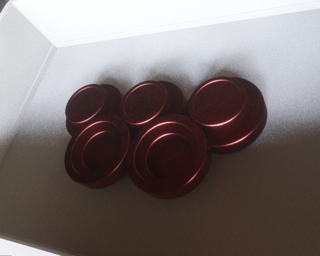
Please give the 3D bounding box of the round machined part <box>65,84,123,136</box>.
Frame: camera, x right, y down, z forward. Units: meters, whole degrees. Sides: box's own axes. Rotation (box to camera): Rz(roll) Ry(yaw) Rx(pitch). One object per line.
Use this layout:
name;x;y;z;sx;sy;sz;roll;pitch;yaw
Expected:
round machined part;-0.100;-0.027;0.460;0.098;0.042;0.098;-13;56;20

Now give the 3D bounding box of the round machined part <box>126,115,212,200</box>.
round machined part;0.013;0.036;0.363;0.098;0.042;0.098;-13;56;21

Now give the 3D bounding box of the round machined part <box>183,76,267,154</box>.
round machined part;0.072;-0.022;0.367;0.098;0.042;0.098;-14;55;21

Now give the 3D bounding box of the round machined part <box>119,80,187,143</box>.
round machined part;-0.014;-0.024;0.414;0.098;0.042;0.098;-14;55;21

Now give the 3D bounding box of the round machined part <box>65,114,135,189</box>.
round machined part;-0.073;0.034;0.410;0.098;0.042;0.098;-13;56;21
